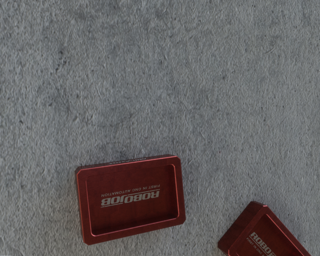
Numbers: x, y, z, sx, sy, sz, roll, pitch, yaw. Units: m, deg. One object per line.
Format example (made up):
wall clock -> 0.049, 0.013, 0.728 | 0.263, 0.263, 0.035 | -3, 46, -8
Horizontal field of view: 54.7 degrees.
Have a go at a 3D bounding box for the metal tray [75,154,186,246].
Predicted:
metal tray -> -0.036, 0.086, 0.393 | 0.131, 0.030, 0.089 | -6, 92, -20

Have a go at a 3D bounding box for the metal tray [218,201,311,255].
metal tray -> 0.159, 0.186, 0.465 | 0.090, 0.030, 0.130 | -46, 105, -14
